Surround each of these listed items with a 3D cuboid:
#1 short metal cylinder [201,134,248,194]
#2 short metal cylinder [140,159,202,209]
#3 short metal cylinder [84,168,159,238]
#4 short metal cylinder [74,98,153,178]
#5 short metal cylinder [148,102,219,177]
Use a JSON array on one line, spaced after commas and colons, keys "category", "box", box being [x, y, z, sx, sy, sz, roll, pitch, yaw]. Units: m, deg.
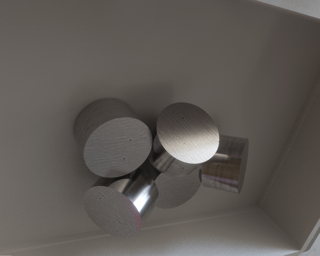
[{"category": "short metal cylinder", "box": [0.096, 0.051, 0.450, 0.080, 0.050, 0.080, 8, 91, -68]}, {"category": "short metal cylinder", "box": [0.013, 0.067, 0.441, 0.081, 0.050, 0.079, -14, 125, -21]}, {"category": "short metal cylinder", "box": [-0.048, 0.091, 0.394, 0.050, 0.080, 0.079, -49, 149, -54]}, {"category": "short metal cylinder", "box": [-0.056, 0.012, 0.367, 0.081, 0.050, 0.079, -14, 125, -21]}, {"category": "short metal cylinder", "box": [0.026, 0.015, 0.386, 0.081, 0.080, 0.050, -8, 158, -25]}]
